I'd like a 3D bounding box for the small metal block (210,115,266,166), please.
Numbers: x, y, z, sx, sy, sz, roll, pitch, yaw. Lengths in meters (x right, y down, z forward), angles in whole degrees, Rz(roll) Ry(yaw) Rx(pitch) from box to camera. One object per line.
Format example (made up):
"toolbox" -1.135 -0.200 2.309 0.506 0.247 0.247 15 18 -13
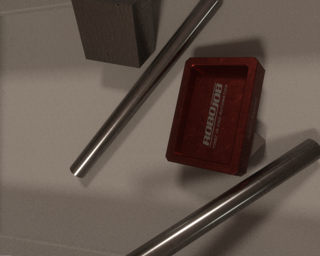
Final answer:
"small metal block" 0.092 0.018 0.378 0.050 0.025 0.050 42 103 14

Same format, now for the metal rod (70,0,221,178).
"metal rod" -0.027 -0.048 0.418 0.025 0.025 0.299 43 103 14

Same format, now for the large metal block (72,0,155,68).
"large metal block" -0.055 -0.129 0.395 0.080 0.050 0.079 13 135 19

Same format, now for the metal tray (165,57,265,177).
"metal tray" 0.064 -0.016 0.362 0.090 0.030 0.129 8 83 34

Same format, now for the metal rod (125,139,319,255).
"metal rod" 0.047 0.099 0.331 0.301 0.025 0.025 -31 79 -7
